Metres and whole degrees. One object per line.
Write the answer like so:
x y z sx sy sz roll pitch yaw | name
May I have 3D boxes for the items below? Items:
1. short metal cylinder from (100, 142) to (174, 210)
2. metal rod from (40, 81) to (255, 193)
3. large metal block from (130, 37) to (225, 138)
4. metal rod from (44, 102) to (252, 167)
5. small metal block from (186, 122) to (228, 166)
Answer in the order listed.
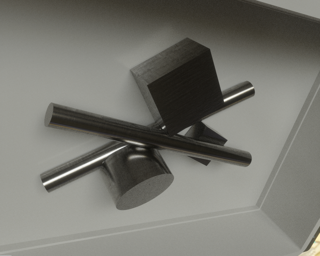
-0.029 0.061 0.396 0.081 0.050 0.080 -25 152 -14 | short metal cylinder
-0.005 0.005 0.408 0.302 0.025 0.025 -25 128 -14 | metal rod
0.023 -0.049 0.374 0.080 0.050 0.080 -31 129 -8 | large metal block
0.011 0.017 0.392 0.302 0.025 0.025 14 111 -34 | metal rod
0.063 0.022 0.454 0.050 0.025 0.050 30 102 -38 | small metal block
